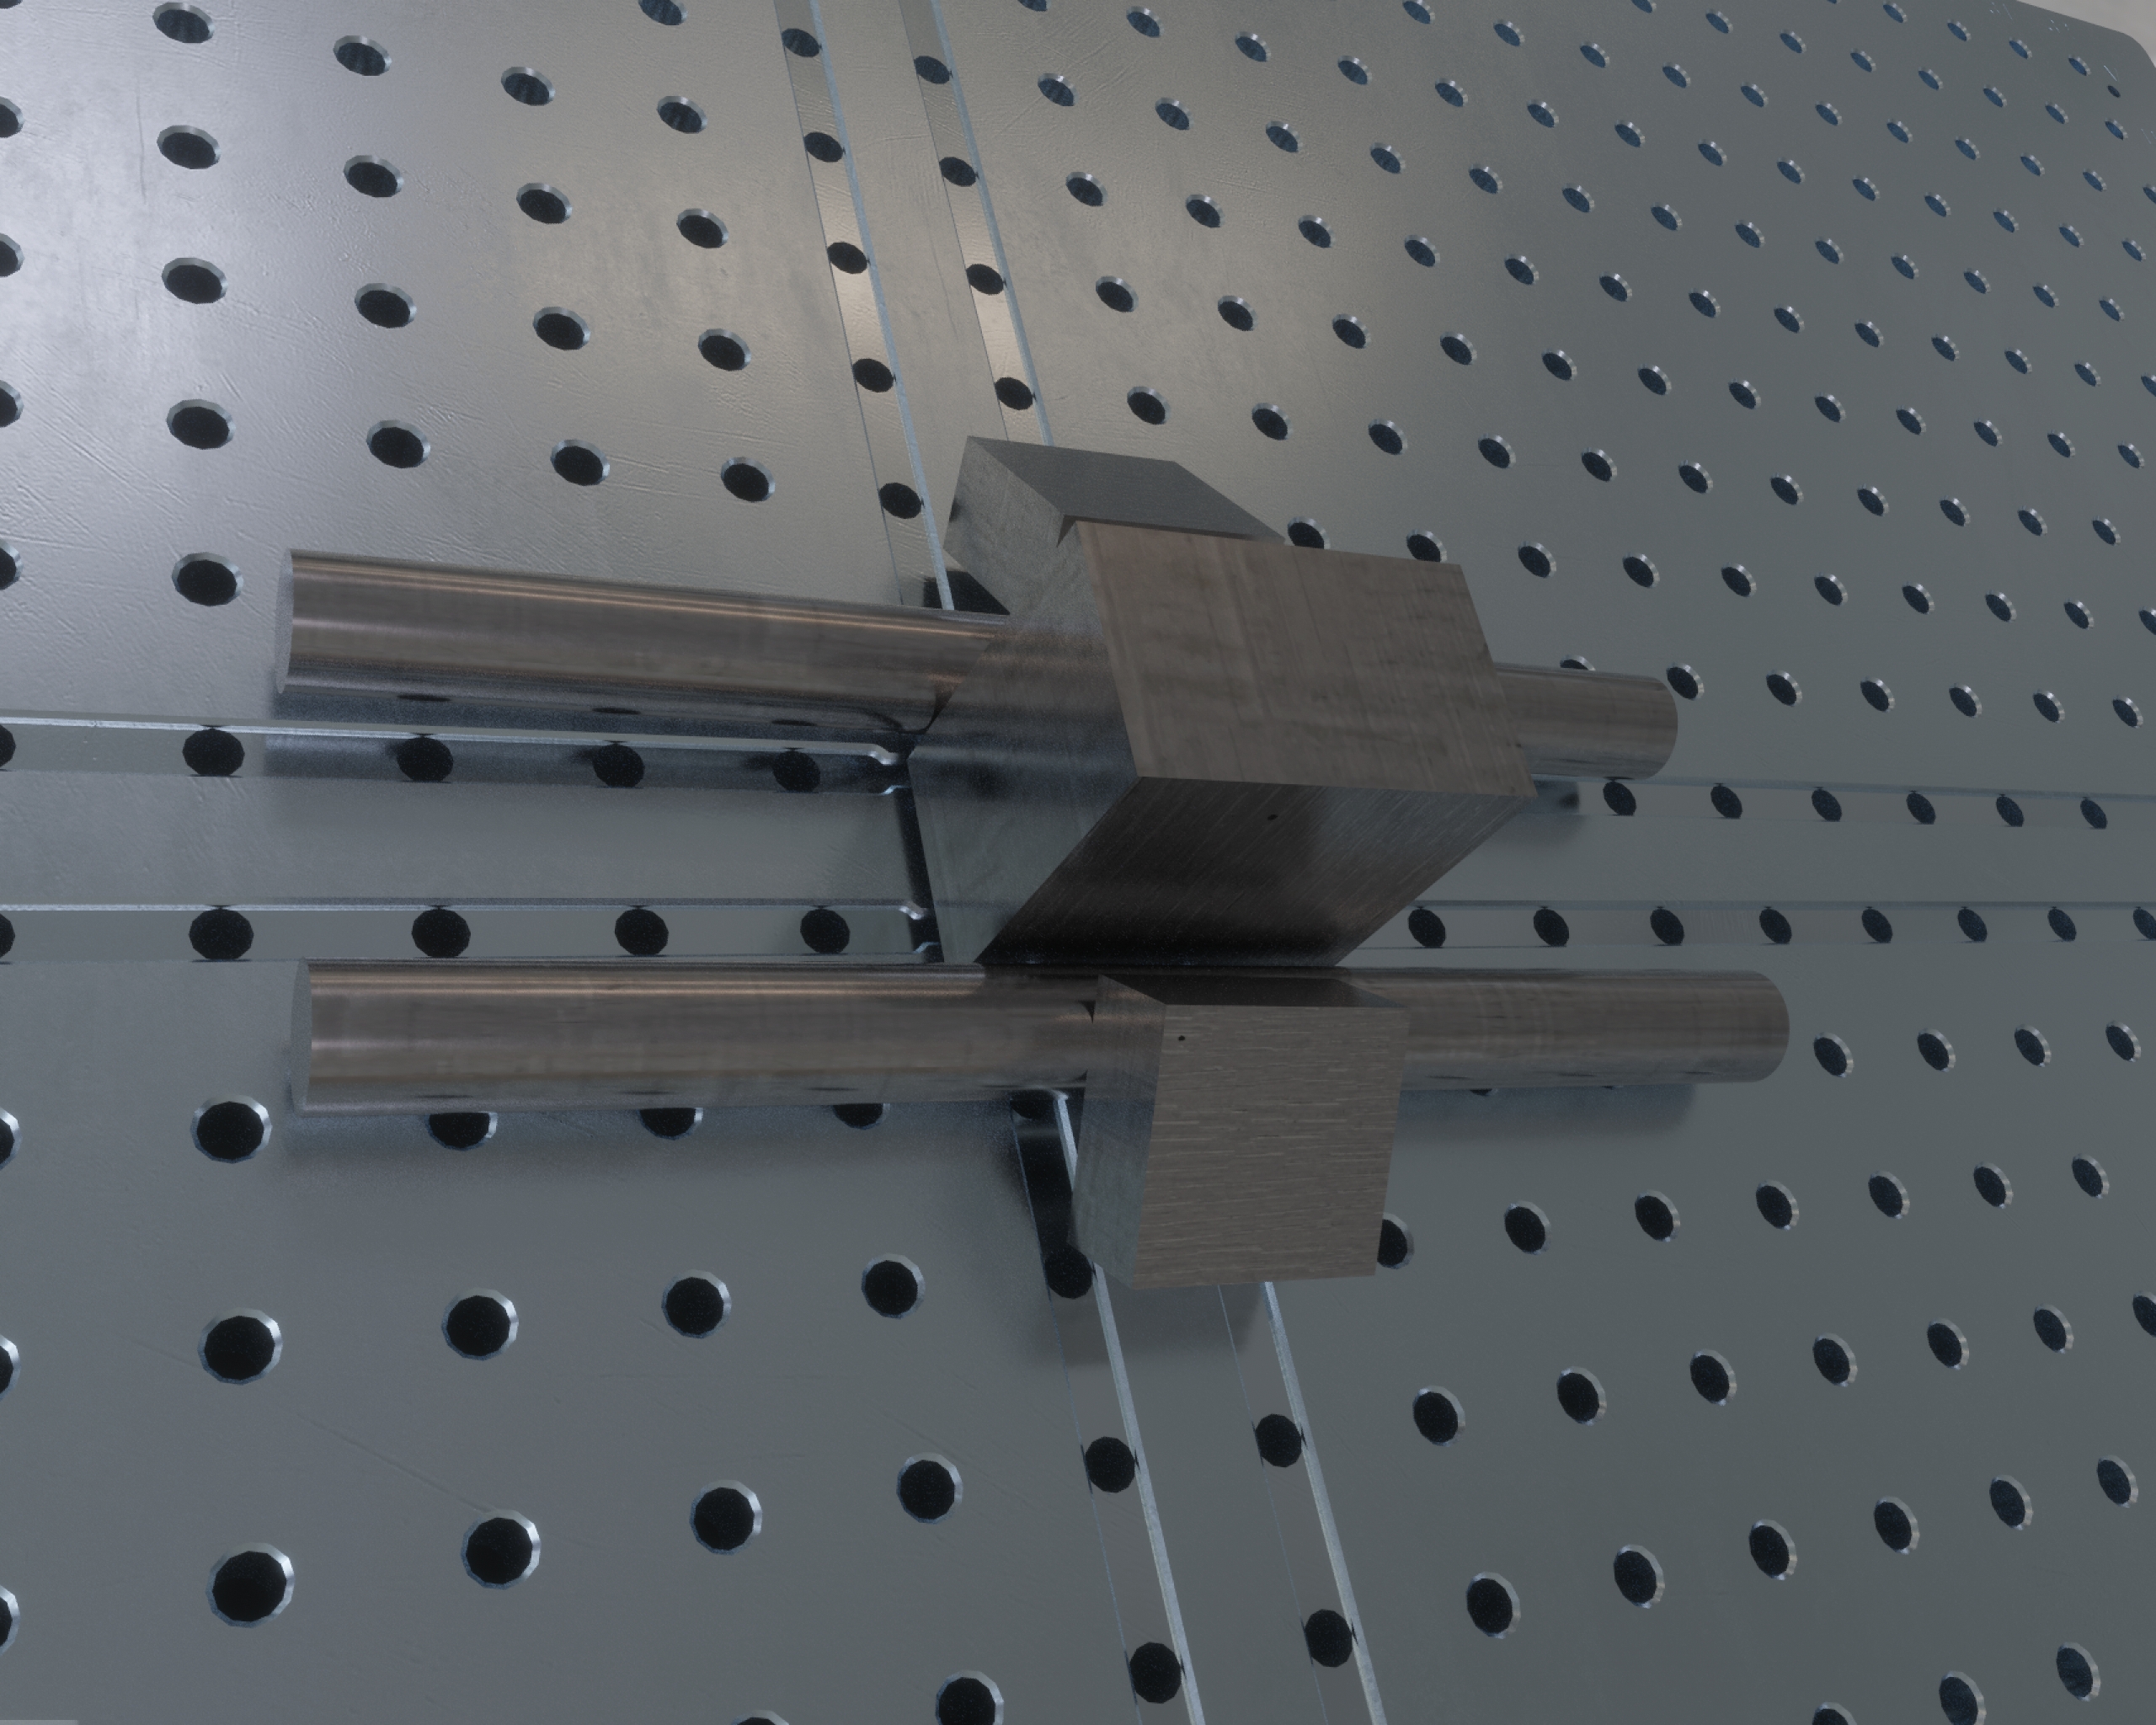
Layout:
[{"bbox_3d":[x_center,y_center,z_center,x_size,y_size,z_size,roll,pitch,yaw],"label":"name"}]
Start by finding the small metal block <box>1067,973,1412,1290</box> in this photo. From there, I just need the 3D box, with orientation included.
[{"bbox_3d":[0.029,0.047,0.375,0.050,0.025,0.050,3,98,-27],"label":"small metal block"}]

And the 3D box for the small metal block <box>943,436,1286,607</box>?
[{"bbox_3d":[0.007,-0.066,0.433,0.050,0.025,0.050,1,27,-28],"label":"small metal block"}]

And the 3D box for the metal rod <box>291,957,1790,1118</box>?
[{"bbox_3d":[0.014,0.032,0.392,0.303,0.025,0.025,2,61,-27],"label":"metal rod"}]

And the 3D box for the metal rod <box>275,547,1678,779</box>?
[{"bbox_3d":[-0.001,-0.036,0.424,0.303,0.025,0.025,2,61,-27],"label":"metal rod"}]

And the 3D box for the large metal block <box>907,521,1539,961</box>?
[{"bbox_3d":[0.024,-0.016,0.390,0.081,0.080,0.050,2,61,-28],"label":"large metal block"}]
